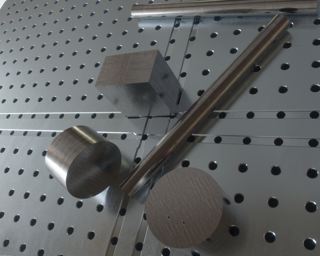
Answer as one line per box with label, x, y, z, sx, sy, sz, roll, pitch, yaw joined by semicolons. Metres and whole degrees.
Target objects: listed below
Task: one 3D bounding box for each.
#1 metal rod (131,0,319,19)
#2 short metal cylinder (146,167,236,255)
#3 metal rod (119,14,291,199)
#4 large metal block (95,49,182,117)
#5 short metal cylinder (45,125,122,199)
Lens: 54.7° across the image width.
metal rod;0.080;-0.185;0.479;0.300;0.025;0.025;11;68;33
short metal cylinder;0.033;0.087;0.322;0.080;0.050;0.080;-13;56;21
metal rod;0.060;-0.031;0.395;0.300;0.025;0.025;-47;51;-5
large metal block;-0.027;-0.057;0.422;0.080;0.080;0.050;0;62;28
short metal cylinder;-0.097;0.043;0.398;0.050;0.080;0.080;29;78;37
